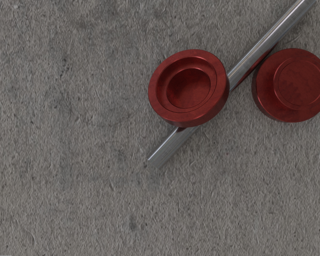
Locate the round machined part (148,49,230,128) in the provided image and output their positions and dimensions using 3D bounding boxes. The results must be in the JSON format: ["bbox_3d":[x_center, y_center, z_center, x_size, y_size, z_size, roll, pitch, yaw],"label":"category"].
[{"bbox_3d":[0.038,-0.046,0.388,0.098,0.042,0.098,-9,66,20],"label":"round machined part"}]

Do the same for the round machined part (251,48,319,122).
[{"bbox_3d":[0.174,-0.056,0.403,0.099,0.042,0.097,0,90,0],"label":"round machined part"}]

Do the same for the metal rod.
[{"bbox_3d":[0.094,-0.062,0.410,0.025,0.025,0.300,43,90,0],"label":"metal rod"}]
